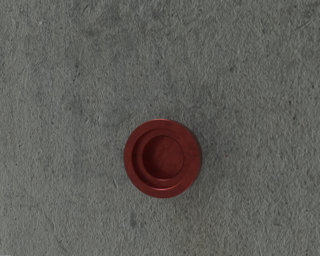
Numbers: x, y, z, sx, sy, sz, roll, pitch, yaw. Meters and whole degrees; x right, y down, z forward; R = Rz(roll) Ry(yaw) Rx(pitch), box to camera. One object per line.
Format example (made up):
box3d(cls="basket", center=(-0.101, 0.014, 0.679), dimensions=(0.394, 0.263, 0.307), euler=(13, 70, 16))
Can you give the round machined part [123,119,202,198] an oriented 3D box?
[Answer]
box3d(cls="round machined part", center=(0.006, 0.037, 0.398), dimensions=(0.098, 0.042, 0.097), euler=(0, 90, 19))
